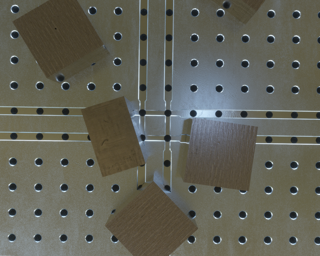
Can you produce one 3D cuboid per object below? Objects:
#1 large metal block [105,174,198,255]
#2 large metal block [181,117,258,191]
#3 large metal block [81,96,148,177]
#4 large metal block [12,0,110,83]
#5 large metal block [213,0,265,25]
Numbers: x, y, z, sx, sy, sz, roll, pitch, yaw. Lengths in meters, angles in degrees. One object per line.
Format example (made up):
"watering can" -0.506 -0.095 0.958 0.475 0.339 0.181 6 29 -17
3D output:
"large metal block" -0.010 0.120 0.401 0.080 0.050 0.080 -43 91 0
"large metal block" 0.074 0.032 0.402 0.081 0.050 0.080 8 90 -1
"large metal block" -0.052 0.009 0.385 0.050 0.080 0.080 -18 90 0
"large metal block" -0.123 -0.115 0.399 0.080 0.050 0.080 -31 90 0
"large metal block" 0.110 -0.198 0.402 0.080 0.050 0.080 37 90 -1
